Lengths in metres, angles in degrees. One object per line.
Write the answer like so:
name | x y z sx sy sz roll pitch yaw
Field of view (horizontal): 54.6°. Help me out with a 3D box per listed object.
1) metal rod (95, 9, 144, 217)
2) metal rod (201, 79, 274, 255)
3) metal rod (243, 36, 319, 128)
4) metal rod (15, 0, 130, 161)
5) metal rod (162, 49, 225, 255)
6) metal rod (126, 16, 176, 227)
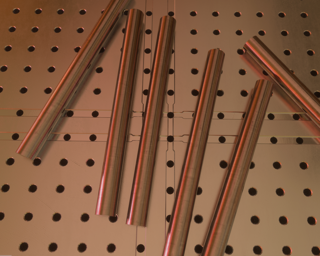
metal rod | -0.051 -0.034 0.424 0.025 0.025 0.299 5 70 2
metal rod | 0.092 0.070 0.386 0.025 0.025 0.300 20 71 7
metal rod | 0.221 -0.013 0.417 0.025 0.025 0.300 -34 74 -12
metal rod | -0.112 -0.092 0.444 0.025 0.025 0.300 23 71 8
metal rod | 0.046 0.029 0.401 0.025 0.025 0.299 13 70 5
metal rod | -0.008 -0.023 0.420 0.025 0.025 0.299 7 70 3
